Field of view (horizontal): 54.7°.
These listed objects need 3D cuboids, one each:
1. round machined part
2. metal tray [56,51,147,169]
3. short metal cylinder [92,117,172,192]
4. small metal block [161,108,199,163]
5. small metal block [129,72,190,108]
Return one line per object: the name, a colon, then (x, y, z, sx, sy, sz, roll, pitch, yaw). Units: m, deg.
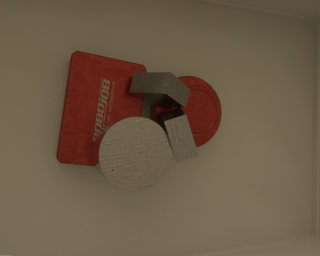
round machined part: (0.041, -0.022, 0.416, 0.099, 0.042, 0.097, 0, 90, -21)
metal tray: (-0.071, -0.019, 0.378, 0.091, 0.030, 0.129, 8, 87, -20)
short metal cylinder: (-0.033, 0.028, 0.352, 0.081, 0.050, 0.079, 0, 90, -21)
small metal block: (0.022, 0.007, 0.363, 0.025, 0.050, 0.050, -18, 103, -1)
small metal block: (0.001, -0.045, 0.370, 0.050, 0.050, 0.025, 28, 72, -55)
